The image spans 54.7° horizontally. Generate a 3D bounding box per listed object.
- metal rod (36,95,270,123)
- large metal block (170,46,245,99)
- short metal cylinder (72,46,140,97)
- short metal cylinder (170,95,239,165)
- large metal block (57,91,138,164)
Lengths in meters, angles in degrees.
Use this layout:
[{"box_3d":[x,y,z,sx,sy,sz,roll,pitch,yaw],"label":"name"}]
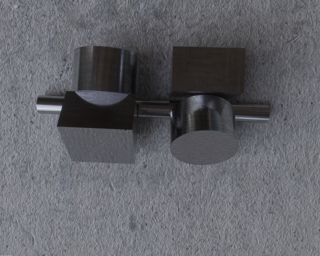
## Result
[{"box_3d":[-0.008,-0.025,0.413,0.302,0.025,0.025,2,90,-1],"label":"metal rod"},{"box_3d":[0.054,-0.065,0.384,0.081,0.080,0.050,1,90,0],"label":"large metal block"},{"box_3d":[-0.066,-0.066,0.383,0.080,0.080,0.050,3,90,0],"label":"short metal cylinder"},{"box_3d":[0.053,0.004,0.378,0.081,0.080,0.050,2,55,0],"label":"short metal cylinder"},{"box_3d":[-0.070,0.002,0.377,0.081,0.080,0.050,3,56,-1],"label":"large metal block"}]
